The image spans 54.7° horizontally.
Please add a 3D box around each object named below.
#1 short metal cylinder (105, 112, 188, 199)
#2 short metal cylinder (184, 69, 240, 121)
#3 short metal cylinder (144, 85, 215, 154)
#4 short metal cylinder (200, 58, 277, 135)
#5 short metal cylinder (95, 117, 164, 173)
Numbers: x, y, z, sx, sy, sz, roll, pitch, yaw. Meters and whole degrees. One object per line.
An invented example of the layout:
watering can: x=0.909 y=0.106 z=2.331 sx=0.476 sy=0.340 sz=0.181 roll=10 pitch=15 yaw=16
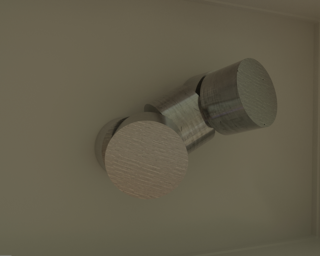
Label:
short metal cylinder: x=-0.013 y=0.027 z=0.323 sx=0.081 sy=0.050 sz=0.079 roll=0 pitch=102 yaw=0
short metal cylinder: x=0.072 y=-0.037 z=0.423 sx=0.081 sy=0.050 sz=0.079 roll=0 pitch=90 yaw=-21
short metal cylinder: x=0.023 y=-0.007 z=0.389 sx=0.050 sy=0.080 sz=0.080 roll=-31 pitch=101 yaw=-17
short metal cylinder: x=0.093 y=-0.035 z=0.362 sx=0.081 sy=0.050 sz=0.080 roll=13 pitch=70 yaw=-39
short metal cylinder: x=-0.036 y=0.026 z=0.383 sx=0.081 sy=0.050 sz=0.079 roll=0 pitch=90 yaw=-21
